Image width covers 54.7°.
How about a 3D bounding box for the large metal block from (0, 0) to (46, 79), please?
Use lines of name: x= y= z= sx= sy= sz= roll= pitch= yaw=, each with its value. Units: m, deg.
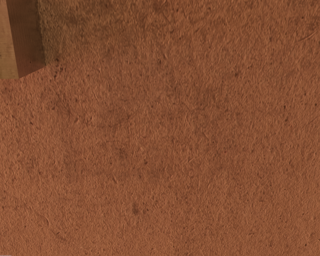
large metal block: x=-0.170 y=-0.101 z=0.341 sx=0.050 sy=0.080 sz=0.079 roll=0 pitch=110 yaw=0
